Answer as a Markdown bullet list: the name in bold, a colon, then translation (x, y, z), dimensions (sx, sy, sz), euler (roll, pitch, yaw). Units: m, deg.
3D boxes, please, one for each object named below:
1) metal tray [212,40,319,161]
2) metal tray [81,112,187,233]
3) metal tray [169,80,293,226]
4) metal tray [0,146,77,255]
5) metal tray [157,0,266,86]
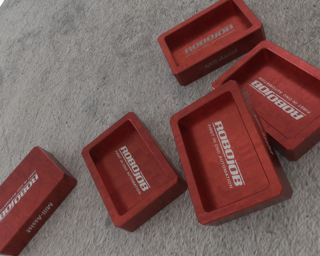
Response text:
- **metal tray**: translation (0.134, -0.036, 0.352), dimensions (0.090, 0.030, 0.130), euler (-41, 51, 0)
- **metal tray**: translation (-0.037, 0.050, 0.389), dimensions (0.090, 0.030, 0.130), euler (-38, 51, 2)
- **metal tray**: translation (0.067, 0.026, 0.326), dimensions (0.090, 0.030, 0.130), euler (-31, 57, 27)
- **metal tray**: translation (-0.190, 0.100, 0.439), dimensions (0.090, 0.030, 0.130), euler (32, 79, 38)
- **metal tray**: translation (0.069, -0.127, 0.441), dimensions (0.130, 0.030, 0.090), euler (-28, 52, 10)
